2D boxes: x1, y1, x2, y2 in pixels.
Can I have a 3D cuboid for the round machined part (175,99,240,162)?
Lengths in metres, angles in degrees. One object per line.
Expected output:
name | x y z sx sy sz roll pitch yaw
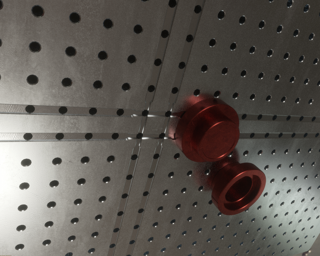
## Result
round machined part | 0.075 0.010 0.450 0.099 0.042 0.097 -14 125 -21

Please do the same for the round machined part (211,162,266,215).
round machined part | 0.130 0.100 0.536 0.099 0.042 0.097 -14 125 -21
